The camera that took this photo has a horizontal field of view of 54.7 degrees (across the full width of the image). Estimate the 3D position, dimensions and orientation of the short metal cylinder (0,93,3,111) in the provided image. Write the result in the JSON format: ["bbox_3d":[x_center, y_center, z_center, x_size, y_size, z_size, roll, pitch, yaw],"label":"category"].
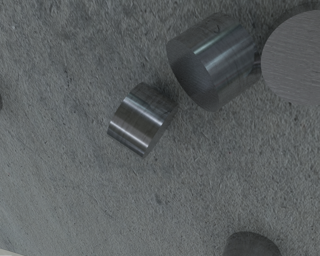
[{"bbox_3d":[-0.321,-0.050,0.529,0.080,0.050,0.079,13,124,21],"label":"short metal cylinder"}]

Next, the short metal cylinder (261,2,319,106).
[{"bbox_3d":[0.133,-0.066,0.275,0.080,0.050,0.079,10,121,17],"label":"short metal cylinder"}]

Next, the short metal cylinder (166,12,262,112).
[{"bbox_3d":[0.050,-0.062,0.300,0.080,0.050,0.080,52,169,15],"label":"short metal cylinder"}]

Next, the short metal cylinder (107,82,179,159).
[{"bbox_3d":[-0.019,-0.009,0.376,0.050,0.080,0.079,33,129,6],"label":"short metal cylinder"}]

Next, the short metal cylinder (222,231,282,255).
[{"bbox_3d":[0.129,0.197,0.444,0.080,0.050,0.079,13,124,21],"label":"short metal cylinder"}]
